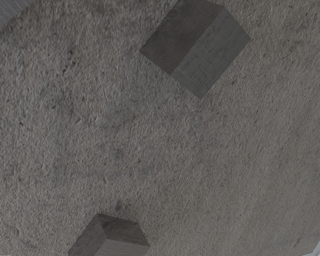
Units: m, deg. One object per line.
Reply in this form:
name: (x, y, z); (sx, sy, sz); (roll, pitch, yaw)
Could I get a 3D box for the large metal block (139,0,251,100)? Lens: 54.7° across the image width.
large metal block: (0.034, -0.089, 0.334); (0.050, 0.080, 0.080); (32, 100, -38)

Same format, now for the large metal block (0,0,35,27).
large metal block: (-0.144, -0.123, 0.236); (0.080, 0.050, 0.080); (-39, 129, -2)

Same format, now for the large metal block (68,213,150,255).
large metal block: (-0.076, 0.181, 0.461); (0.080, 0.050, 0.080); (28, 103, -38)
